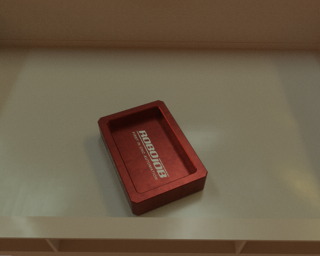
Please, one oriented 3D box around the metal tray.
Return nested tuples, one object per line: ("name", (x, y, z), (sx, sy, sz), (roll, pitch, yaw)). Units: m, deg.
("metal tray", (-0.013, 0.029, 0.376), (0.091, 0.030, 0.130), (-18, 53, -15))
